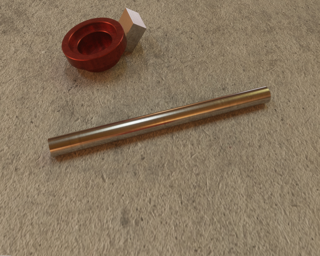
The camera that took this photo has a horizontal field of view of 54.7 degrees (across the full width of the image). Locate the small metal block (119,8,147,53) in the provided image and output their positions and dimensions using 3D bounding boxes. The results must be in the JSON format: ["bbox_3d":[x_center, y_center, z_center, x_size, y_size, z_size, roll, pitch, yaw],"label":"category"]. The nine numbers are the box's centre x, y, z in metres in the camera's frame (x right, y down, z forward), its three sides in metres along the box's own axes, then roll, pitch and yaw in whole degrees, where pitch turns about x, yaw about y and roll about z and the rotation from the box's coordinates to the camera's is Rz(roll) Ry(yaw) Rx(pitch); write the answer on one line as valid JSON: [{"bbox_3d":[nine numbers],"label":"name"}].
[{"bbox_3d":[-0.052,-0.164,0.520,0.025,0.050,0.050,10,41,-36],"label":"small metal block"}]

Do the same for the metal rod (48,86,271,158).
[{"bbox_3d":[0.009,-0.012,0.413,0.302,0.025,0.025,-14,52,-12],"label":"metal rod"}]

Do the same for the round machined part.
[{"bbox_3d":[-0.100,-0.126,0.489,0.098,0.042,0.098,-5,55,8],"label":"round machined part"}]
